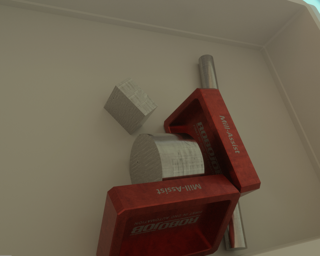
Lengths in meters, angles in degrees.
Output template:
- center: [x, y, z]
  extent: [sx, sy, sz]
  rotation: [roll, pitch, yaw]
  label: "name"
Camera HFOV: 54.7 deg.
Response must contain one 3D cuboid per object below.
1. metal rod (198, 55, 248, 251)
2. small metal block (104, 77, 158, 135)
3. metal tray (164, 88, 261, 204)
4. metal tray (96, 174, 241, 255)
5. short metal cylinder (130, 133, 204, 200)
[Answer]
- center: [0.084, 0.015, 0.443]
  extent: [0.025, 0.025, 0.299]
  rotation: [11, 57, -23]
  label: "metal rod"
- center: [-0.038, -0.027, 0.387]
  extent: [0.050, 0.050, 0.025]
  rotation: [46, 51, 3]
  label: "small metal block"
- center: [0.057, 0.028, 0.378]
  extent: [0.030, 0.090, 0.130]
  rotation: [-4, 64, -34]
  label: "metal tray"
- center: [0.009, 0.096, 0.308]
  extent: [0.131, 0.089, 0.030]
  rotation: [-1, 30, -28]
  label: "metal tray"
- center: [0.005, 0.045, 0.347]
  extent: [0.050, 0.080, 0.080]
  rotation: [0, 62, -29]
  label: "short metal cylinder"
